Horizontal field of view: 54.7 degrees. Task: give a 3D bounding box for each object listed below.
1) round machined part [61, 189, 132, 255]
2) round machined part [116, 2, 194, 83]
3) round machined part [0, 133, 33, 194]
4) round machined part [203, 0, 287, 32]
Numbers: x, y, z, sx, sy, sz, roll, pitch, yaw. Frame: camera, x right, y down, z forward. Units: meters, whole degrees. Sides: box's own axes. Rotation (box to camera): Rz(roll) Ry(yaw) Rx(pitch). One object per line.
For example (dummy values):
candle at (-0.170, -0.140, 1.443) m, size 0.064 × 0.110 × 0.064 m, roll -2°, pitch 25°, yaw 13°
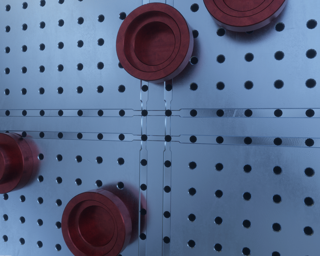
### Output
round machined part at (-0.084, 0.133, 0.432) m, size 0.098 × 0.042 × 0.097 m, roll 0°, pitch 90°, yaw 19°
round machined part at (-0.004, -0.108, 0.404) m, size 0.098 × 0.042 × 0.097 m, roll 0°, pitch 90°, yaw 19°
round machined part at (-0.256, 0.056, 0.492) m, size 0.098 × 0.042 × 0.097 m, roll 0°, pitch 90°, yaw 19°
round machined part at (0.102, -0.163, 0.367) m, size 0.098 × 0.042 × 0.097 m, roll 0°, pitch 90°, yaw 19°
